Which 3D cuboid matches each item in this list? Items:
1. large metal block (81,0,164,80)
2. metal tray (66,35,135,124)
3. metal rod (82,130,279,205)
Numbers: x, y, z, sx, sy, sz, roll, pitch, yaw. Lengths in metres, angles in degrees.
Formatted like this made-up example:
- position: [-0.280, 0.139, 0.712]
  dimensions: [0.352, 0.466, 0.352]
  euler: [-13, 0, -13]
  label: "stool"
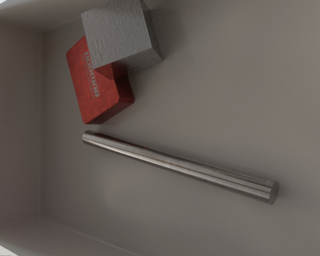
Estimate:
- position: [-0.049, -0.119, 0.410]
  dimensions: [0.080, 0.050, 0.080]
  euler: [-17, 78, 13]
  label: "large metal block"
- position: [-0.096, -0.080, 0.480]
  dimensions: [0.090, 0.030, 0.129]
  euler: [-28, 73, 36]
  label: "metal tray"
- position: [0.000, 0.040, 0.404]
  dimensions: [0.300, 0.025, 0.025]
  euler: [12, 98, 39]
  label: "metal rod"
